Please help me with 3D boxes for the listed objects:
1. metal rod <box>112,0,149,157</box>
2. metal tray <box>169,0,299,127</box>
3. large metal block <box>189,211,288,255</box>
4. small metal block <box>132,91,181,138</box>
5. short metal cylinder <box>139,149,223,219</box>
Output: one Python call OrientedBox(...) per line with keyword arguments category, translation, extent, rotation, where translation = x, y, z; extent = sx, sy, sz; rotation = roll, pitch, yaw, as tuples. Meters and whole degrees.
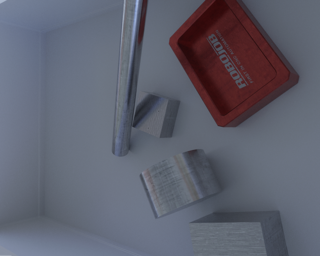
OrientedBox(category="metal rod", translation=(-0.035, -0.075, 0.356), extent=(0.025, 0.025, 0.298), rotation=(44, 141, 30))
OrientedBox(category="metal tray", translation=(0.074, -0.077, 0.340), extent=(0.090, 0.030, 0.130), rotation=(-41, 66, 32))
OrientedBox(category="large metal block", translation=(0.083, 0.133, 0.321), extent=(0.080, 0.050, 0.080), rotation=(-15, 81, 38))
OrientedBox(category="small metal block", translation=(-0.006, -0.018, 0.410), extent=(0.050, 0.025, 0.050), rotation=(21, 103, 37))
OrientedBox(category="short metal cylinder", translation=(0.023, 0.064, 0.350), extent=(0.080, 0.081, 0.050), rotation=(-35, 69, 34))
